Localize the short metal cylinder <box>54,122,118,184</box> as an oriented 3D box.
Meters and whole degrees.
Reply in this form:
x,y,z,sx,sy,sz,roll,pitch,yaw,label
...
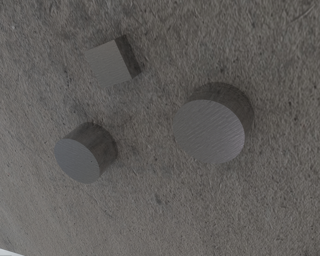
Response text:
x,y,z,sx,sy,sz,roll,pitch,yaw,label
-0.112,0.038,0.473,0.080,0.050,0.079,13,124,21,short metal cylinder

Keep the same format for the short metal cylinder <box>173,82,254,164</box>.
x,y,z,sx,sy,sz,roll,pitch,yaw,label
0.061,-0.006,0.354,0.080,0.050,0.079,13,124,21,short metal cylinder

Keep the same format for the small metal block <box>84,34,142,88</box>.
x,y,z,sx,sy,sz,roll,pitch,yaw,label
-0.059,-0.082,0.387,0.050,0.025,0.050,-11,113,32,small metal block
